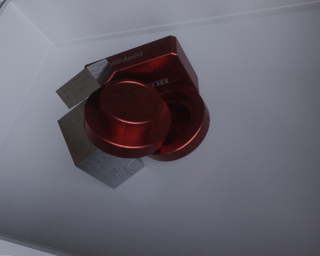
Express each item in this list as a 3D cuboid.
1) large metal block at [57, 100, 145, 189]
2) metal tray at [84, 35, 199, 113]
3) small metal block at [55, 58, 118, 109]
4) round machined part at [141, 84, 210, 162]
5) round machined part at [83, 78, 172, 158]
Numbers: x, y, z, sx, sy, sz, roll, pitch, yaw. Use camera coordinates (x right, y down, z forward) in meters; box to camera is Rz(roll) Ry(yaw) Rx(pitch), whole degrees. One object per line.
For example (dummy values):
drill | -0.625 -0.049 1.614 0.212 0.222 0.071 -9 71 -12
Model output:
large metal block | -0.074 0.020 0.394 0.050 0.080 0.080 -38 51 3
metal tray | -0.024 -0.063 0.411 0.130 0.090 0.030 -14 57 20
small metal block | -0.084 -0.052 0.359 0.050 0.025 0.050 -30 12 24
round machined part | 0.015 -0.003 0.387 0.098 0.042 0.098 -13 56 20
round machined part | -0.034 -0.018 0.346 0.099 0.042 0.098 9 48 -10
